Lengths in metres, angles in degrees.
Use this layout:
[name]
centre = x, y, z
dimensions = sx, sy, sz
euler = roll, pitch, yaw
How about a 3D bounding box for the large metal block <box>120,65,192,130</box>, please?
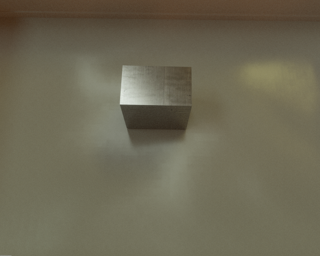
[large metal block]
centre = -0.004, -0.035, 0.391
dimensions = 0.080, 0.080, 0.050
euler = 1, 70, 0
